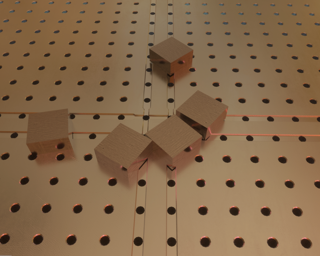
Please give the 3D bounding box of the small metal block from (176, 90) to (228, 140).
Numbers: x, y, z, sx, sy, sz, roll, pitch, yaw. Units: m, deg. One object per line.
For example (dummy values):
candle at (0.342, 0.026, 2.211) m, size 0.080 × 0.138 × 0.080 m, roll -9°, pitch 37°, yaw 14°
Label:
small metal block at (0.057, -0.019, 0.424) m, size 0.050 × 0.025 × 0.050 m, roll 32°, pitch 57°, yaw 24°

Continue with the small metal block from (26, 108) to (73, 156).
small metal block at (-0.142, 0.004, 0.403) m, size 0.050 × 0.025 × 0.050 m, roll -9°, pitch 51°, yaw -8°

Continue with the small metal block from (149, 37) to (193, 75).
small metal block at (0.018, -0.119, 0.508) m, size 0.050 × 0.025 × 0.050 m, roll -35°, pitch 58°, yaw -26°

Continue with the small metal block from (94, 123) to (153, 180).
small metal block at (-0.044, 0.028, 0.384) m, size 0.050 × 0.025 × 0.050 m, roll 28°, pitch 55°, yaw 21°

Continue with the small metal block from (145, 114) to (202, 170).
small metal block at (0.017, 0.016, 0.394) m, size 0.050 × 0.025 × 0.050 m, roll -34°, pitch 58°, yaw -26°
